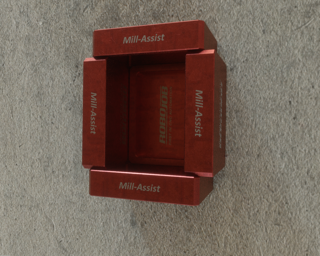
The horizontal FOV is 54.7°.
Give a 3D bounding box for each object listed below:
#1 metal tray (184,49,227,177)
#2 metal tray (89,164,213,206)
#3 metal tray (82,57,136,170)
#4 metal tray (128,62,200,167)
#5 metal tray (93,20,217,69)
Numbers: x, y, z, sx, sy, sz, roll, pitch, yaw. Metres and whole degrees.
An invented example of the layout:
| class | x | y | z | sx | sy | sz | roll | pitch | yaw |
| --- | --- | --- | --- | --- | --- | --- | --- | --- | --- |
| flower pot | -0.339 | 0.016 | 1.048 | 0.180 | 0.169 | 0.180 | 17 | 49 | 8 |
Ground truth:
| class | x | y | z | sx | sy | sz | roll | pitch | yaw |
| --- | --- | --- | --- | --- | --- | --- | --- | --- | --- |
| metal tray | 0.055 | -0.015 | 0.355 | 0.030 | 0.090 | 0.129 | 1 | 90 | 20 |
| metal tray | -0.007 | 0.063 | 0.377 | 0.130 | 0.090 | 0.030 | 1 | 91 | 19 |
| metal tray | -0.060 | -0.017 | 0.395 | 0.030 | 0.090 | 0.129 | 1 | 90 | 20 |
| metal tray | 0.007 | -0.017 | 0.404 | 0.090 | 0.030 | 0.129 | 1 | 90 | 19 |
| metal tray | -0.003 | -0.096 | 0.375 | 0.130 | 0.090 | 0.030 | 1 | 91 | 19 |
